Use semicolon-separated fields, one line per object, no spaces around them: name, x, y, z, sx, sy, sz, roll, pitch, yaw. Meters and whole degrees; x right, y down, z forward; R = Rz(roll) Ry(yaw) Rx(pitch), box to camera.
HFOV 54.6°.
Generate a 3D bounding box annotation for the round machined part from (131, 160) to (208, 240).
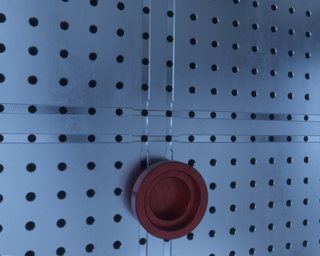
round machined part;0.010;0.091;0.407;0.099;0.042;0.097;0;90;-20
